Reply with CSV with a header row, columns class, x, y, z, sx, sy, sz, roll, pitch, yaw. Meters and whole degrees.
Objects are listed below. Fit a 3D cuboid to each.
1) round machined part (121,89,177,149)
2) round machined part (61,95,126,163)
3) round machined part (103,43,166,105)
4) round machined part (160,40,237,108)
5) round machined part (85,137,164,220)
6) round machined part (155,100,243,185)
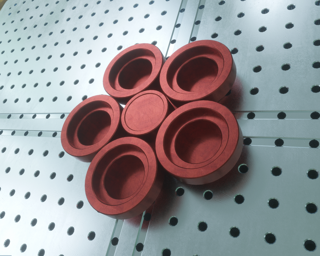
class,x,y,z,sx,sy,sz,roll,pitch,yaw
round machined part,-0.012,-0.011,0.411,0.098,0.042,0.098,-13,56,21
round machined part,-0.088,0.004,0.441,0.098,0.042,0.098,-13,56,21
round machined part,-0.032,-0.075,0.461,0.098,0.042,0.098,-13,56,21
round machined part,0.052,-0.065,0.410,0.098,0.042,0.098,-13,56,21
round machined part,-0.039,0.063,0.379,0.098,0.042,0.098,-13,56,21
round machined part,0.047,0.020,0.361,0.098,0.042,0.098,-13,56,21
